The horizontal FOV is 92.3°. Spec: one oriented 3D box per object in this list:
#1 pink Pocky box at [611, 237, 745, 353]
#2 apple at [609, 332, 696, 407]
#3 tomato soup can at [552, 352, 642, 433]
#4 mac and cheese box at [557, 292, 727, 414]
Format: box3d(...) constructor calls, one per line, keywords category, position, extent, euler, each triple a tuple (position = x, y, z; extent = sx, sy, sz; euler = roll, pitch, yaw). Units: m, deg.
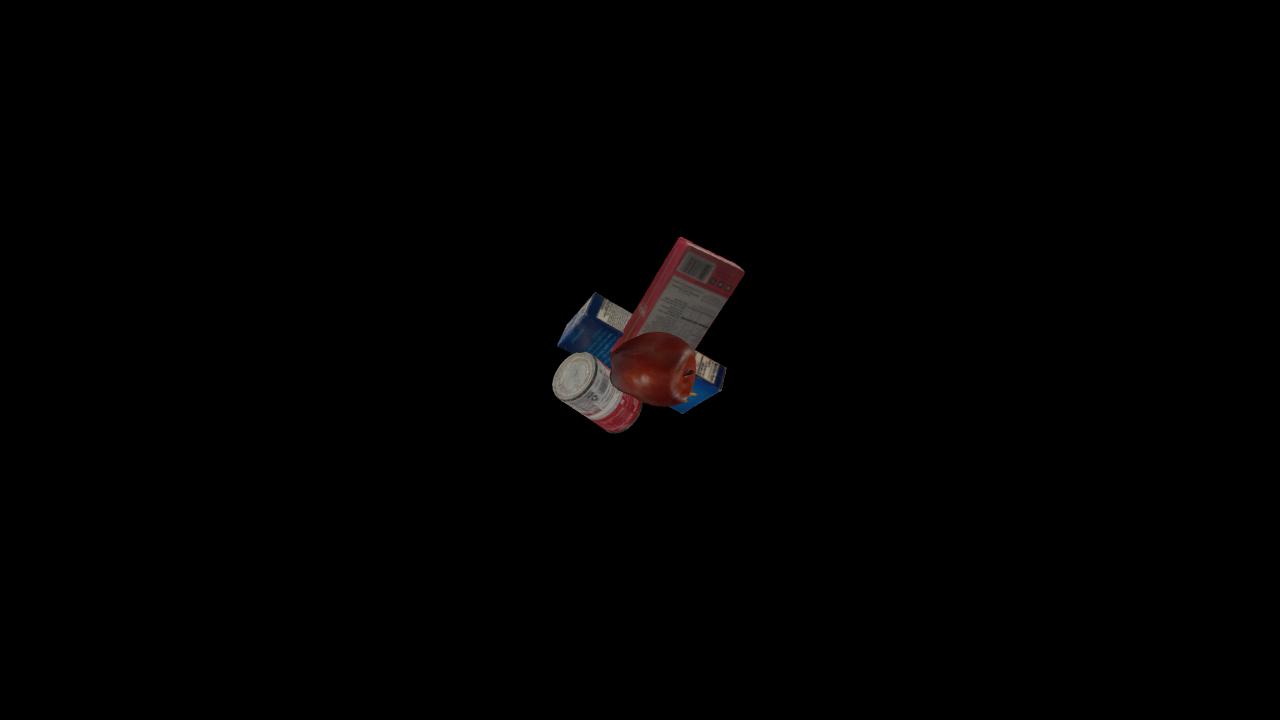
box3d(category="pink Pocky box", position=(0.040, -0.052, 0.682), extent=(0.084, 0.155, 0.029), euler=(18, 24, -31))
box3d(category="apple", position=(0.015, 0.009, 0.652), extent=(0.093, 0.079, 0.079), euler=(8, 4, 27))
box3d(category="tomato soup can", position=(-0.052, 0.041, 0.758), extent=(0.068, 0.068, 0.101), euler=(0, -27, 38))
box3d(category="mac and cheese box", position=(0.002, -0.004, 0.738), extent=(0.184, 0.041, 0.093), euler=(29, -34, -15))
